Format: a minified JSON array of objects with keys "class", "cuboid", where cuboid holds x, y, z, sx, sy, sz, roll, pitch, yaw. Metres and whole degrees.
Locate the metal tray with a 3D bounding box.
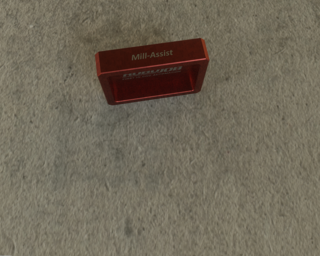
[{"class":"metal tray","cuboid":[-0.009,-0.069,0.398,0.131,0.090,0.030,-9,71,-4]}]
